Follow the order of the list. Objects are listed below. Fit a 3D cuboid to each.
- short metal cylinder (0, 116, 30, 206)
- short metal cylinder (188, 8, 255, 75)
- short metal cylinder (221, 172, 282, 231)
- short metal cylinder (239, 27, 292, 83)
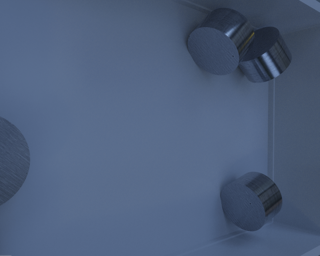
[{"bbox_3d":[-0.158,0.027,0.258,0.081,0.050,0.079,0,90,-40],"label":"short metal cylinder"},{"bbox_3d":[0.088,-0.123,0.446,0.050,0.080,0.080,-52,121,-28],"label":"short metal cylinder"},{"bbox_3d":[0.146,0.116,0.496,0.050,0.080,0.079,-19,103,-39],"label":"short metal cylinder"},{"bbox_3d":[0.170,-0.122,0.516,0.050,0.080,0.080,45,63,-31],"label":"short metal cylinder"}]
